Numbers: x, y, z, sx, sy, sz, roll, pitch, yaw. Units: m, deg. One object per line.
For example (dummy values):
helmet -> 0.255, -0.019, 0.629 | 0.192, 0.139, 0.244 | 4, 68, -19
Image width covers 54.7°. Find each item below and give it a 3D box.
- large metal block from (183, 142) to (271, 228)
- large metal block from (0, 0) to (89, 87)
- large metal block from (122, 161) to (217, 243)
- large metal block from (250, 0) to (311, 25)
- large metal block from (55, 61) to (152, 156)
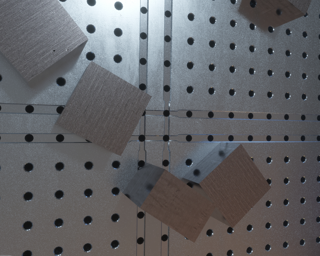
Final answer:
large metal block -> 0.094, 0.077, 0.436 | 0.080, 0.050, 0.080 | -40, 103, -16
large metal block -> -0.141, -0.104, 0.347 | 0.080, 0.050, 0.080 | -42, 104, -15
large metal block -> 0.009, 0.089, 0.388 | 0.080, 0.080, 0.050 | 37, 78, -17
large metal block -> 0.188, -0.219, 0.471 | 0.080, 0.050, 0.080 | 29, 80, -18
large metal block -> -0.069, -0.021, 0.374 | 0.080, 0.050, 0.080 | 29, 80, -18
